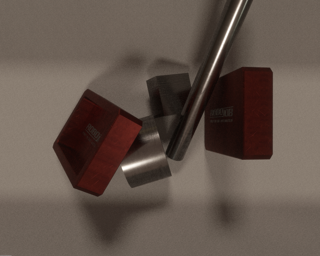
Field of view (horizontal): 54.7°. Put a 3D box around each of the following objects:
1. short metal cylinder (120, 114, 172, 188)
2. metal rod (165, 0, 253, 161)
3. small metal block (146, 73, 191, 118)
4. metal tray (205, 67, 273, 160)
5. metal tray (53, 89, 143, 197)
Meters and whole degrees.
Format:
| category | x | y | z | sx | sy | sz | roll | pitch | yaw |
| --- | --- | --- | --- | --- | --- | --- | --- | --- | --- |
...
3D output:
| category | x | y | z | sx | sy | sz | roll | pitch | yaw |
| --- | --- | --- | --- | --- | --- | --- | --- | --- | --- |
| short metal cylinder | -0.021 | 0.028 | 0.384 | 0.050 | 0.080 | 0.080 | -17 | 90 | 0 |
| metal rod | 0.066 | -0.088 | 0.343 | 0.025 | 0.025 | 0.298 | 20 | 117 | -1 |
| small metal block | 0.015 | -0.042 | 0.400 | 0.050 | 0.025 | 0.050 | -12 | 90 | -32 |
| metal tray | 0.085 | -0.015 | 0.359 | 0.030 | 0.130 | 0.089 | 0 | 90 | -8 |
| metal tray | -0.079 | 0.010 | 0.359 | 0.030 | 0.130 | 0.090 | 31 | 90 | -32 |
